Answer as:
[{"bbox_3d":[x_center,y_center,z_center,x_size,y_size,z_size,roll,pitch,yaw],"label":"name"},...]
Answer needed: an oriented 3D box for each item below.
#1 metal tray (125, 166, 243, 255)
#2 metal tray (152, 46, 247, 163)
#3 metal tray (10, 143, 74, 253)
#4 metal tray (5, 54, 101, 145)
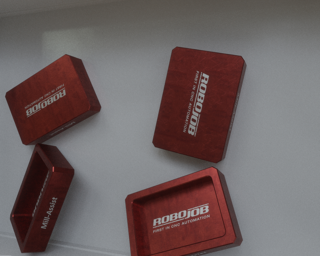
[{"bbox_3d":[0.024,0.111,0.380,0.130,0.030,0.090,-22,58,18],"label":"metal tray"},{"bbox_3d":[0.049,-0.030,0.390,0.090,0.030,0.129,14,95,19],"label":"metal tray"},{"bbox_3d":[-0.173,0.098,0.446,0.090,0.030,0.129,31,102,49],"label":"metal tray"},{"bbox_3d":[-0.162,-0.040,0.465,0.130,0.030,0.090,-26,81,18],"label":"metal tray"}]
